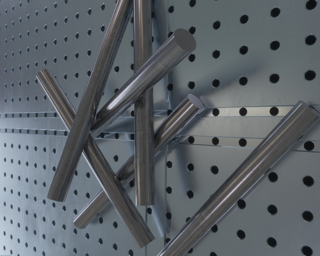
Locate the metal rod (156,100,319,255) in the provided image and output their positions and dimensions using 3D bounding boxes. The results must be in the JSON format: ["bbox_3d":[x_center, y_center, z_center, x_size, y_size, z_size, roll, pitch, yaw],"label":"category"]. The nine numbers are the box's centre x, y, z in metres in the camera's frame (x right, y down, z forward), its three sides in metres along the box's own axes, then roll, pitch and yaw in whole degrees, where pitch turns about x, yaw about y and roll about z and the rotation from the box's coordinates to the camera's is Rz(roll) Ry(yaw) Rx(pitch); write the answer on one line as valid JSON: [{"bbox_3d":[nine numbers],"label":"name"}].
[{"bbox_3d":[0.064,0.091,0.357,0.025,0.025,0.298,50,119,28],"label":"metal rod"}]

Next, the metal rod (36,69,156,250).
[{"bbox_3d":[-0.099,0.035,0.448,0.025,0.025,0.299,-44,73,31],"label":"metal rod"}]

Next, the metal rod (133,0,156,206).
[{"bbox_3d":[-0.022,-0.053,0.405,0.025,0.025,0.299,-10,77,39],"label":"metal rod"}]

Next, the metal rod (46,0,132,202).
[{"bbox_3d":[-0.094,-0.046,0.435,0.025,0.025,0.299,13,81,39],"label":"metal rod"}]

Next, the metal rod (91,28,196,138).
[{"bbox_3d":[-0.054,-0.031,0.404,0.299,0.025,0.025,-33,69,52],"label":"metal rod"}]

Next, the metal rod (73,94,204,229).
[{"bbox_3d":[-0.045,0.063,0.447,0.299,0.025,0.025,-47,62,29],"label":"metal rod"}]
